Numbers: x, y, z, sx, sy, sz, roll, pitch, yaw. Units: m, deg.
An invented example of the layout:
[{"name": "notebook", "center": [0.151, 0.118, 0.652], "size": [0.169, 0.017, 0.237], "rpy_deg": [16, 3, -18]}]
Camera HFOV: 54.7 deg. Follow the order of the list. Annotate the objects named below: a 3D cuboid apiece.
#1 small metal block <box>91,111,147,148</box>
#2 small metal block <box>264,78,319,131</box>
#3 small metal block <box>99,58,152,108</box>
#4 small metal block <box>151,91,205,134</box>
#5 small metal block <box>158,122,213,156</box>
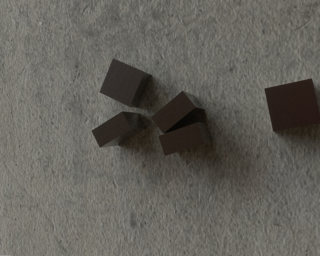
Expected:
[{"name": "small metal block", "center": [-0.053, 0.002, 0.413], "size": [0.050, 0.050, 0.025], "rpy_deg": [-31, 80, 17]}, {"name": "small metal block", "center": [0.151, -0.025, 0.356], "size": [0.050, 0.025, 0.050], "rpy_deg": [-11, 86, 19]}, {"name": "small metal block", "center": [-0.047, -0.061, 0.425], "size": [0.050, 0.025, 0.050], "rpy_deg": [26, 98, 17]}, {"name": "small metal block", "center": [0.024, -0.018, 0.387], "size": [0.050, 0.050, 0.025], "rpy_deg": [-40, 78, 15]}, {"name": "small metal block", "center": [0.033, 0.013, 0.384], "size": [0.050, 0.050, 0.025], "rpy_deg": [-20, 84, 18]}]
